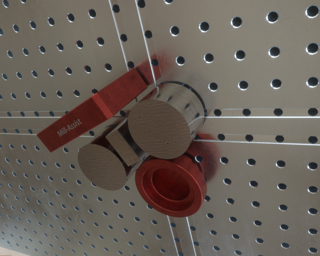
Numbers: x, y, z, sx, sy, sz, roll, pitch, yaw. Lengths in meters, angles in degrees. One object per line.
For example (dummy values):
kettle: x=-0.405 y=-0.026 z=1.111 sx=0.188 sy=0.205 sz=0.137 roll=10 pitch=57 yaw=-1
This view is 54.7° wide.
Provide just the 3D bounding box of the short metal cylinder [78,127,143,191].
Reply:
short metal cylinder: x=-0.072 y=0.045 z=0.456 sx=0.080 sy=0.050 sz=0.079 roll=13 pitch=124 yaw=21

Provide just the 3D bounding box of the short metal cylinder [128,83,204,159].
short metal cylinder: x=0.008 y=-0.009 z=0.380 sx=0.080 sy=0.050 sz=0.079 roll=13 pitch=124 yaw=21

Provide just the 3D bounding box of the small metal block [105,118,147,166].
small metal block: x=-0.037 y=0.015 z=0.418 sx=0.025 sy=0.050 sz=0.050 roll=-28 pitch=103 yaw=37

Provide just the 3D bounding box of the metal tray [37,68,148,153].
metal tray: x=-0.087 y=-0.022 z=0.396 sx=0.130 sy=0.090 sz=0.030 roll=-26 pitch=104 yaw=37

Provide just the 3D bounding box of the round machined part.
round machined part: x=0.019 y=0.073 z=0.430 sx=0.098 sy=0.042 sz=0.097 roll=13 pitch=124 yaw=21
